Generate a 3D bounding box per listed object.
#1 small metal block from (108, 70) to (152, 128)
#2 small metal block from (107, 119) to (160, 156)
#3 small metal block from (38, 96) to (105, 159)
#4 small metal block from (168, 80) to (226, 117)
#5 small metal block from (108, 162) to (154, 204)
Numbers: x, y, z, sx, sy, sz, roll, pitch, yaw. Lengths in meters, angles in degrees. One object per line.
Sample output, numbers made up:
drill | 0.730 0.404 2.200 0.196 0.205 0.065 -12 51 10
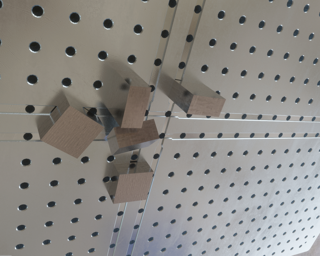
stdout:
small metal block | -0.037 -0.034 0.356 0.025 0.050 0.050 1 118 -29
small metal block | -0.034 0.012 0.383 0.050 0.050 0.025 -13 80 -22
small metal block | -0.102 0.000 0.357 0.050 0.025 0.050 -48 129 6
small metal block | 0.047 -0.038 0.399 0.050 0.050 0.025 4 117 -31
small metal block | -0.042 0.077 0.437 0.050 0.025 0.050 0 119 -29
